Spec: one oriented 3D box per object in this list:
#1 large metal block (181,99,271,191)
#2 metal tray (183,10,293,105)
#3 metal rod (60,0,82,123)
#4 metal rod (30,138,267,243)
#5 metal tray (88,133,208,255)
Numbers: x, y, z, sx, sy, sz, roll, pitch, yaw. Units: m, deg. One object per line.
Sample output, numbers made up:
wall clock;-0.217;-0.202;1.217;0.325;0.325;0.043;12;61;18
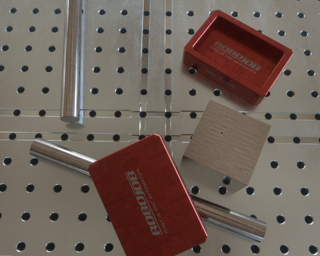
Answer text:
large metal block;0.081;0.023;0.391;0.080;0.050;0.080;25;72;8
metal tray;0.110;-0.104;0.448;0.130;0.030;0.090;34;73;11
metal rod;-0.131;-0.152;0.465;0.025;0.025;0.299;-4;70;-2
metal rod;-0.020;0.074;0.384;0.301;0.025;0.025;19;71;6
metal tray;-0.014;0.082;0.355;0.090;0.030;0.129;-26;84;3
